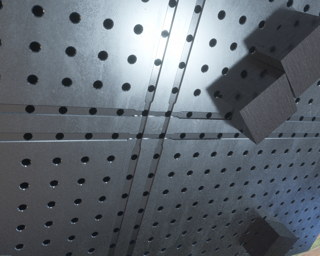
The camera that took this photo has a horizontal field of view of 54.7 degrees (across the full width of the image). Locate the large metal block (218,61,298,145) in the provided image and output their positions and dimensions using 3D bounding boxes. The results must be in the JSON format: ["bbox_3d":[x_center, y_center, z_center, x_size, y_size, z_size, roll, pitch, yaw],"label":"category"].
[{"bbox_3d":[0.145,-0.036,0.455,0.080,0.050,0.080,-40,130,-1],"label":"large metal block"}]

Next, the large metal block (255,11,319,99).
[{"bbox_3d":[0.195,-0.103,0.440,0.080,0.050,0.080,-43,130,1],"label":"large metal block"}]

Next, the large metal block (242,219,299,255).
[{"bbox_3d":[0.247,0.256,0.692,0.080,0.050,0.080,23,106,-37],"label":"large metal block"}]
